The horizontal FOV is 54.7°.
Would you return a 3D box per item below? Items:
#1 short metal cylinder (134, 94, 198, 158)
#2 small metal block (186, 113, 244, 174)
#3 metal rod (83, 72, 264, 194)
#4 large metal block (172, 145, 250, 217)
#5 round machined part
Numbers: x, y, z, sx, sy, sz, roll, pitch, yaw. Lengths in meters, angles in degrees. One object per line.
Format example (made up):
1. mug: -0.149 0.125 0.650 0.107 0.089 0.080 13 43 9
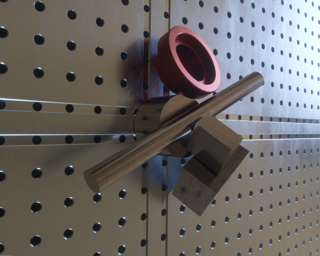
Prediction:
1. short metal cylinder: 0.014 -0.003 0.406 0.081 0.050 0.079 0 90 -40
2. small metal block: 0.064 0.019 0.369 0.025 0.050 0.050 -37 155 -34
3. metal rod: 0.041 -0.011 0.380 0.302 0.025 0.025 -31 109 -36
4. large metal block: 0.067 0.062 0.421 0.080 0.050 0.080 -43 161 -32
5. round machined part: 0.033 -0.082 0.412 0.099 0.042 0.098 25 52 -35
